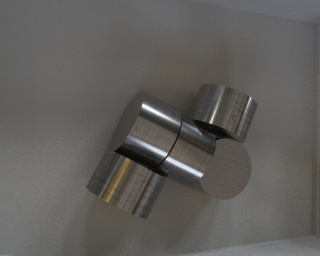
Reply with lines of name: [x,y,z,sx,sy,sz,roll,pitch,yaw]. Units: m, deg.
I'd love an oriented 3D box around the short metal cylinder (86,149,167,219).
short metal cylinder: [-0.039,0.065,0.366,0.080,0.080,0.050,31,80,-18]

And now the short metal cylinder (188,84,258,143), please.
short metal cylinder: [0.082,-0.018,0.411,0.080,0.080,0.050,24,82,-19]

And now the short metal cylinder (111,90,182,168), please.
short metal cylinder: [-0.018,0.002,0.374,0.050,0.080,0.080,27,81,-18]

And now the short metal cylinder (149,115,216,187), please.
short metal cylinder: [0.025,0.027,0.391,0.050,0.080,0.080,28,81,-18]

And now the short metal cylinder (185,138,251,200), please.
short metal cylinder: [0.076,0.053,0.425,0.081,0.050,0.079,0,90,-21]
